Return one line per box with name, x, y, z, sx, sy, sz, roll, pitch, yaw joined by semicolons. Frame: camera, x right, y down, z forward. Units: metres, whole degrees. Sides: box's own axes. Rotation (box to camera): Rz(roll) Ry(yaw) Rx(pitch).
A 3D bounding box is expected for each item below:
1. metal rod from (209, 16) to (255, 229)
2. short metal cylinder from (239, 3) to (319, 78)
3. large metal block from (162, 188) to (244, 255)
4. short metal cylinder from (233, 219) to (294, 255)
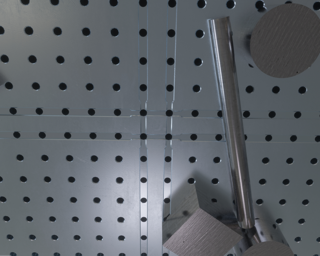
metal rod;0.100;0.007;0.416;0.025;0.025;0.298;-11;110;4
short metal cylinder;0.139;-0.103;0.364;0.081;0.050;0.079;0;110;0
large metal block;0.060;0.150;0.456;0.080;0.050;0.080;36;106;-13
short metal cylinder;0.154;0.187;0.471;0.081;0.050;0.079;0;110;0
